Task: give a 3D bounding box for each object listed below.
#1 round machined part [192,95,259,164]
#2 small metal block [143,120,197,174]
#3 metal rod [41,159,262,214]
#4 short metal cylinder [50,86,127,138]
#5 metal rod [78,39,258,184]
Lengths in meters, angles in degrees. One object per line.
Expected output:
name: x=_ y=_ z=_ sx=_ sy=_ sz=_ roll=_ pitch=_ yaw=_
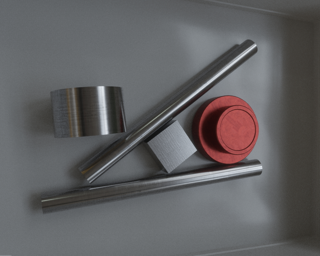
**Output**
round machined part: x=0.099 y=0.002 z=0.436 sx=0.099 sy=0.042 sz=0.097 roll=0 pitch=90 yaw=-21
small metal block: x=0.013 y=0.024 z=0.414 sx=0.050 sy=0.025 sz=0.050 roll=-37 pitch=102 yaw=-16
metal rod: x=0.004 y=0.073 z=0.412 sx=0.303 sy=0.025 sz=0.025 roll=-6 pitch=92 yaw=-20
short metal cylinder: x=-0.080 y=-0.018 z=0.351 sx=0.081 sy=0.080 sz=0.050 roll=-5 pitch=92 yaw=-20
metal rod: x=0.022 y=-0.031 z=0.418 sx=0.301 sy=0.025 sz=0.025 roll=-38 pitch=103 yaw=-16
